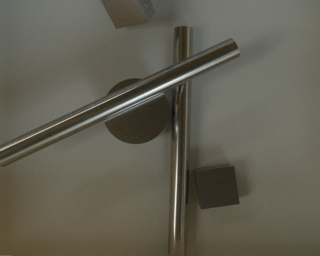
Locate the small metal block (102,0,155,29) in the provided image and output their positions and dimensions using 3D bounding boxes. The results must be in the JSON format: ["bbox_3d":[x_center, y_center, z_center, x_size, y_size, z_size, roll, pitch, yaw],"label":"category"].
[{"bbox_3d":[-0.041,-0.156,0.388,0.050,0.050,0.025,0,47,31],"label":"small metal block"}]

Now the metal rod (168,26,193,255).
[{"bbox_3d":[0.027,0.018,0.411,0.025,0.025,0.298,2,90,-1],"label":"metal rod"}]

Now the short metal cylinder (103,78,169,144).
[{"bbox_3d":[-0.029,-0.020,0.399,0.081,0.050,0.079,0,90,-1],"label":"short metal cylinder"}]

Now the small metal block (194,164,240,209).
[{"bbox_3d":[0.075,0.077,0.413,0.050,0.025,0.050,-8,90,-1],"label":"small metal block"}]

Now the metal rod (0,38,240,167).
[{"bbox_3d":[-0.049,-0.030,0.360,0.301,0.025,0.025,-25,90,-1],"label":"metal rod"}]
